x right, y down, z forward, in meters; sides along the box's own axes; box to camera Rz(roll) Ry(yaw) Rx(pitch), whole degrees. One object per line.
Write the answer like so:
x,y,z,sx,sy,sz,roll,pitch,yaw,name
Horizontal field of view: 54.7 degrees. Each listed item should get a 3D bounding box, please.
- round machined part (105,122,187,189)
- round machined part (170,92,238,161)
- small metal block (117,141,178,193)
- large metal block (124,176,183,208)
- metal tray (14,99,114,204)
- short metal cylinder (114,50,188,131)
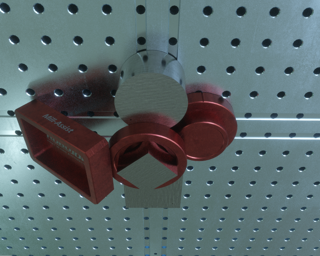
-0.017,0.030,0.388,0.099,0.042,0.097,0,130,0,round machined part
0.052,0.005,0.404,0.099,0.042,0.097,0,130,0,round machined part
-0.015,0.046,0.369,0.050,0.025,0.050,-34,123,25,small metal block
-0.010,0.072,0.453,0.081,0.050,0.079,0,130,-1,large metal block
-0.118,0.028,0.384,0.130,0.030,0.089,26,136,26,metal tray
-0.010,-0.042,0.359,0.081,0.050,0.079,0,130,0,short metal cylinder
